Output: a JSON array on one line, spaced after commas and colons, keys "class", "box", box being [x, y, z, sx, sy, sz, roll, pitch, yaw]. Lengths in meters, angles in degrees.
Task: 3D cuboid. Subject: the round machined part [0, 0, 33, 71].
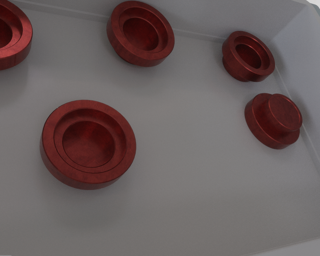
[{"class": "round machined part", "box": [-0.199, -0.103, 0.350, 0.099, 0.042, 0.098, 14, 56, -21]}]

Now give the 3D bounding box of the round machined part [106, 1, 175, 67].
[{"class": "round machined part", "box": [-0.031, -0.132, 0.452, 0.099, 0.042, 0.098, 12, 64, -25]}]

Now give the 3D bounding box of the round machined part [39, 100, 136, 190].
[{"class": "round machined part", "box": [-0.079, 0.021, 0.339, 0.099, 0.042, 0.098, 14, 56, -21]}]

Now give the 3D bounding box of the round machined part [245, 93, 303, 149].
[{"class": "round machined part", "box": [0.192, -0.017, 0.509, 0.099, 0.042, 0.098, 14, 56, -21]}]

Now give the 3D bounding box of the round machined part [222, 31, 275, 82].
[{"class": "round machined part", "box": [0.151, -0.121, 0.549, 0.099, 0.042, 0.098, 14, 56, -21]}]
